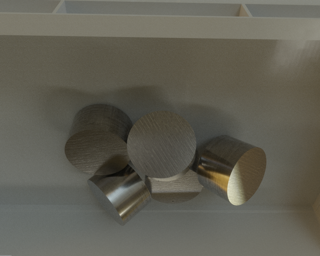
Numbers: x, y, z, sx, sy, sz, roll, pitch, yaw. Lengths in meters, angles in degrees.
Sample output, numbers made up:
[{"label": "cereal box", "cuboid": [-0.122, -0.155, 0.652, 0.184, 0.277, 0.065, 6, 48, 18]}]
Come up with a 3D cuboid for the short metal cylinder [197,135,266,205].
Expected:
[{"label": "short metal cylinder", "cuboid": [0.096, 0.055, 0.412, 0.081, 0.050, 0.079, -17, 118, -36]}]

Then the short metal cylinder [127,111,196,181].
[{"label": "short metal cylinder", "cuboid": [0.004, 0.024, 0.382, 0.080, 0.080, 0.050, -6, 166, 4]}]

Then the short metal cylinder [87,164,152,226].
[{"label": "short metal cylinder", "cuboid": [-0.057, 0.090, 0.438, 0.050, 0.080, 0.080, -37, 135, -25]}]

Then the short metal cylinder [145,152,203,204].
[{"label": "short metal cylinder", "cuboid": [0.019, 0.064, 0.446, 0.081, 0.050, 0.079, 0, 130, 0]}]

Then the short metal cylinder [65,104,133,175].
[{"label": "short metal cylinder", "cuboid": [-0.077, 0.016, 0.402, 0.081, 0.050, 0.079, 0, 130, 0]}]
